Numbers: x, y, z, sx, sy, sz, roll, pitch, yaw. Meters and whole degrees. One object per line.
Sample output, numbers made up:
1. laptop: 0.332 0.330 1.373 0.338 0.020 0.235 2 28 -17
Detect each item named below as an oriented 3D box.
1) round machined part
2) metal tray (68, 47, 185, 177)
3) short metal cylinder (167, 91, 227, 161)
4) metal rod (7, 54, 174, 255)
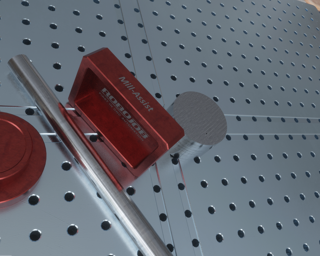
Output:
1. round machined part: -0.161 0.025 0.296 0.099 0.042 0.098 14 56 -21
2. metal tray: -0.043 -0.014 0.352 0.130 0.090 0.030 47 51 4
3. short metal cylinder: 0.042 -0.002 0.418 0.081 0.050 0.080 14 56 -21
4. metal rod: -0.077 0.038 0.344 0.025 0.025 0.300 -32 79 -38
